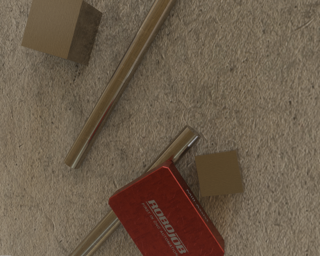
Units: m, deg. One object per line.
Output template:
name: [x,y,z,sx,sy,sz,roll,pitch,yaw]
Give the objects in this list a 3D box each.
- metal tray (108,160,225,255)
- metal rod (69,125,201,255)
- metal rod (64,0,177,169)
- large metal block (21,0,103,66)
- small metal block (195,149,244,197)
metal tray: [0.009,0.118,0.386,0.090,0.030,0.130,-33,91,13]
metal rod: [-0.053,0.114,0.426,0.025,0.025,0.299,44,103,14]
metal rod: [-0.051,-0.072,0.425,0.025,0.025,0.299,35,101,16]
large metal block: [-0.140,-0.142,0.443,0.080,0.050,0.080,19,96,18]
small metal block: [0.074,0.055,0.382,0.050,0.025,0.050,-11,87,19]
